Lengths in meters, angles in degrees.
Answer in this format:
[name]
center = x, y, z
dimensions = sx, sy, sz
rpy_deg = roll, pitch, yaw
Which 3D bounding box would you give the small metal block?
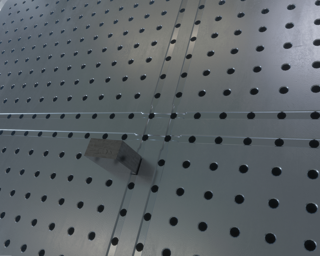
[small metal block]
center = -0.060, 0.037, 0.402
dimensions = 0.050, 0.050, 0.025
rpy_deg = 3, 63, 29
